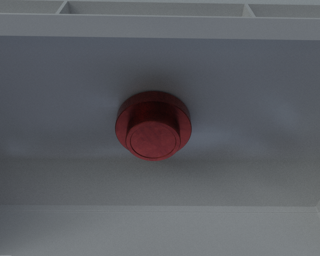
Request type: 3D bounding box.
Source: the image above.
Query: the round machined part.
[{"bbox_3d":[-0.008,0.005,0.398,0.099,0.042,0.097,0,130,0],"label":"round machined part"}]
